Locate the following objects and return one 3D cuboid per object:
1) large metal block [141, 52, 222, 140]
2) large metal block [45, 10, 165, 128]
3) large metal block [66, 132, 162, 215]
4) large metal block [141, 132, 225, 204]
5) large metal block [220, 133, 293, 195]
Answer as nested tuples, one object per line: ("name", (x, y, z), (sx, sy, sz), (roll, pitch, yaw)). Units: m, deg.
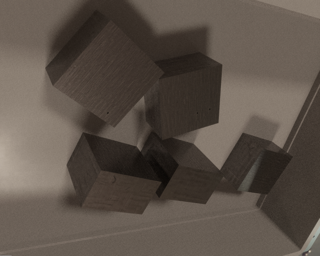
("large metal block", (0.027, -0.041, 0.383), (0.081, 0.050, 0.079), (-16, 125, -20))
("large metal block", (-0.057, -0.060, 0.325), (0.080, 0.050, 0.080), (-47, 130, 5))
("large metal block", (-0.058, 0.055, 0.377), (0.081, 0.080, 0.050), (18, 109, -36))
("large metal block", (0.025, 0.055, 0.422), (0.081, 0.080, 0.050), (17, 109, -35))
("large metal block", (0.161, 0.062, 0.521), (0.081, 0.050, 0.080), (15, 111, -35))
